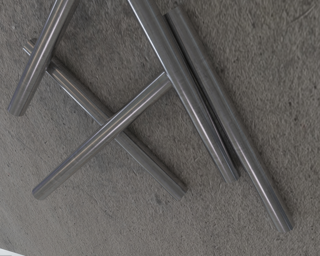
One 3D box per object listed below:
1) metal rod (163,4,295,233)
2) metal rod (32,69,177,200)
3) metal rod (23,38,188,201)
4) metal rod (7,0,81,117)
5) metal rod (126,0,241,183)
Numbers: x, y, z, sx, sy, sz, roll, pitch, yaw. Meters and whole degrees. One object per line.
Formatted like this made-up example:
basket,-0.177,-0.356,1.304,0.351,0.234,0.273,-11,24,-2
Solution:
metal rod,0.087,0.001,0.361,0.025,0.025,0.299,-20,108,36
metal rod,-0.088,0.020,0.426,0.299,0.025,0.025,-39,96,27
metal rod,-0.074,-0.010,0.439,0.300,0.025,0.025,45,129,-4
metal rod,-0.128,-0.122,0.375,0.025,0.025,0.298,41,122,0
metal rod,0.021,-0.057,0.338,0.025,0.025,0.299,-14,118,34
